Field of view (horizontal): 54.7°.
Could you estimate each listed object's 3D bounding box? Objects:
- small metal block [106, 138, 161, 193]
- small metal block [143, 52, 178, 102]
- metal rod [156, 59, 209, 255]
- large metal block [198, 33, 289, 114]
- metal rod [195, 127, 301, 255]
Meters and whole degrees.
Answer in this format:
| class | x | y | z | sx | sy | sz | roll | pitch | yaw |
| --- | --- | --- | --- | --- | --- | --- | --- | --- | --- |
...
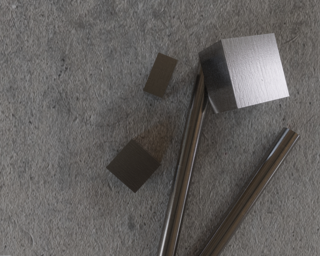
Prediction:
| class | x | y | z | sx | sy | sz | roll | pitch | yaw |
| --- | --- | --- | --- | --- | --- | --- | --- | --- | --- |
| small metal block | -0.034 | 0.049 | 0.410 | 0.050 | 0.025 | 0.050 | 42 | 90 | -1 |
| small metal block | 0.000 | -0.064 | 0.397 | 0.025 | 0.050 | 0.050 | 22 | 90 | 0 |
| metal rod | 0.032 | 0.057 | 0.410 | 0.025 | 0.025 | 0.298 | 12 | 90 | -1 |
| large metal block | 0.103 | -0.067 | 0.385 | 0.081 | 0.050 | 0.080 | -14 | 90 | -24 |
| metal rod | 0.091 | 0.129 | 0.411 | 0.025 | 0.025 | 0.299 | 34 | 90 | -1 |
